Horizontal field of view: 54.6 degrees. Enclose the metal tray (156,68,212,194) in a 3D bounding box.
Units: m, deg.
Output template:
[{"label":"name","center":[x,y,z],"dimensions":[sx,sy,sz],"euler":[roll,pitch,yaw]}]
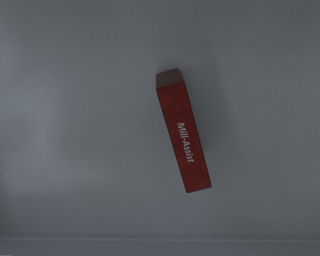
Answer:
[{"label":"metal tray","center":[0.027,0.000,0.374],"dimensions":[0.030,0.090,0.129],"euler":[-15,110,5]}]
